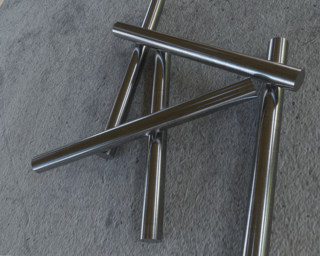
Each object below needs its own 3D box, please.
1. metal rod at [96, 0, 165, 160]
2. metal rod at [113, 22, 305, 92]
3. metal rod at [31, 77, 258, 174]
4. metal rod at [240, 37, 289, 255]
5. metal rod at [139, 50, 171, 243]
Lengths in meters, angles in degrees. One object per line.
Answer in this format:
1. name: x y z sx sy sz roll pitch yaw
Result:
1. metal rod: -0.039 -0.094 0.481 0.025 0.025 0.300 1 62 29
2. metal rod: 0.039 -0.105 0.413 0.300 0.025 0.025 27 77 37
3. metal rod: -0.032 0.003 0.385 0.301 0.025 0.025 -19 54 16
4. metal rod: 0.112 0.026 0.328 0.025 0.025 0.300 1 62 29
5. metal rod: -0.002 -0.007 0.409 0.025 0.025 0.299 -10 57 23
